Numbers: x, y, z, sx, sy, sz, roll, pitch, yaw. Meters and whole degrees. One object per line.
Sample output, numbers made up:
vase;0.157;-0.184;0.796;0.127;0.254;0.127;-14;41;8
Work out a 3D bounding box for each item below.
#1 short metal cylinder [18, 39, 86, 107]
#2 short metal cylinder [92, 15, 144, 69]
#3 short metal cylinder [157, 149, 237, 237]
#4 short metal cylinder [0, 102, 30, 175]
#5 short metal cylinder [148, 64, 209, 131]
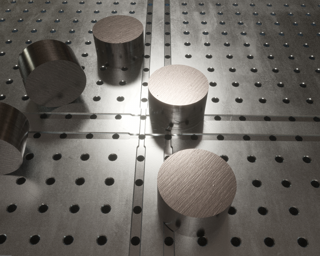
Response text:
short metal cylinder;-0.150;-0.076;0.433;0.081;0.080;0.050;-21;53;-17
short metal cylinder;-0.067;-0.142;0.510;0.081;0.050;0.080;0;50;0
short metal cylinder;0.037;0.069;0.334;0.081;0.050;0.080;0;50;0
short metal cylinder;-0.198;0.013;0.358;0.081;0.080;0.050;-5;50;-5
short metal cylinder;0.024;-0.043;0.428;0.081;0.050;0.080;0;50;0
